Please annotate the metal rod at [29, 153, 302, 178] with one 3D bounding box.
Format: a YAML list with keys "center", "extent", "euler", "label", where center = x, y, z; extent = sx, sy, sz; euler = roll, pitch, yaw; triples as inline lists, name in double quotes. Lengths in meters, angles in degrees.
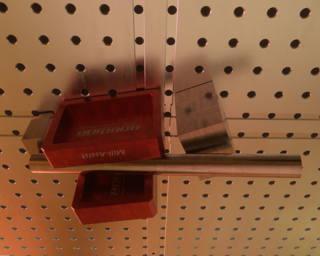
- center: [-0.005, 0.041, 0.347]
  extent: [0.301, 0.025, 0.025]
  euler: [-1, 131, 12]
  label: "metal rod"

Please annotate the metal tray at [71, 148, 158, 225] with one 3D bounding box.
- center: [-0.050, 0.052, 0.386]
  extent: [0.090, 0.130, 0.030]
  euler: [-7, 130, 5]
  label: "metal tray"

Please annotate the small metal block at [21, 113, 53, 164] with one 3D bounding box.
- center: [-0.151, 0.016, 0.406]
  extent: [0.025, 0.050, 0.050]
  euler: [-6, 130, 5]
  label: "small metal block"

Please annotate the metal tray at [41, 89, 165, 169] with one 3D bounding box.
- center: [-0.061, -0.001, 0.366]
  extent: [0.131, 0.090, 0.030]
  euler: [-7, 131, 5]
  label: "metal tray"

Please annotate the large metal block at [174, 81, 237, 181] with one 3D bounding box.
- center: [0.057, 0.003, 0.378]
  extent: [0.050, 0.080, 0.080]
  euler: [-18, 128, 14]
  label: "large metal block"
